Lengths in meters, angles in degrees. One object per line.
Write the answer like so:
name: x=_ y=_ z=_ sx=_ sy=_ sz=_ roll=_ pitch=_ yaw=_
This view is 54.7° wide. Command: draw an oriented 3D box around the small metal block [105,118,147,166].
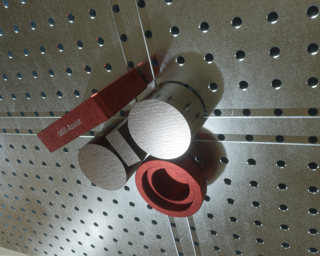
small metal block: x=-0.037 y=0.015 z=0.418 sx=0.025 sy=0.050 sz=0.050 roll=-28 pitch=103 yaw=37

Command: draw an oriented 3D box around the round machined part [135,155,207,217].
round machined part: x=0.019 y=0.073 z=0.430 sx=0.098 sy=0.042 sz=0.097 roll=13 pitch=124 yaw=21

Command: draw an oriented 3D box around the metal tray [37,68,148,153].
metal tray: x=-0.087 y=-0.022 z=0.396 sx=0.130 sy=0.090 sz=0.030 roll=-26 pitch=104 yaw=37

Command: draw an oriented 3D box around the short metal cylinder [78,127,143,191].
short metal cylinder: x=-0.072 y=0.045 z=0.456 sx=0.080 sy=0.050 sz=0.079 roll=13 pitch=124 yaw=21

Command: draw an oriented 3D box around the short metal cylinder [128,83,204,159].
short metal cylinder: x=0.008 y=-0.009 z=0.380 sx=0.080 sy=0.050 sz=0.079 roll=13 pitch=124 yaw=21
